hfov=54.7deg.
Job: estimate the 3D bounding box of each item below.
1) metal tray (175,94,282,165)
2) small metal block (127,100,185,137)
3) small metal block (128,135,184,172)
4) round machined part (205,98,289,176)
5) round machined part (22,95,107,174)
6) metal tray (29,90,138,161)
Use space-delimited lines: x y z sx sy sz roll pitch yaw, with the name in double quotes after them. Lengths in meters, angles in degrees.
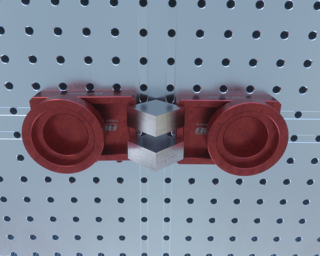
0.086 0.003 0.413 0.131 0.030 0.089 1 110 -1 "metal tray"
-0.005 -0.014 0.380 0.050 0.050 0.025 19 117 41 "small metal block"
-0.005 0.028 0.394 0.050 0.050 0.025 19 117 41 "small metal block"
0.107 0.008 0.395 0.099 0.042 0.097 0 110 0 "round machined part"
-0.117 0.005 0.392 0.099 0.042 0.097 0 110 0 "round machined part"
-0.095 -0.002 0.410 0.131 0.030 0.089 -1 112 0 "metal tray"
